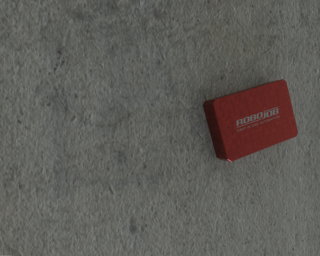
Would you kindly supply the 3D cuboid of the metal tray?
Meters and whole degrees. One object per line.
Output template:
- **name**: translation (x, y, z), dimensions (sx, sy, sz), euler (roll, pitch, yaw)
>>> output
- **metal tray**: translation (0.136, -0.013, 0.458), dimensions (0.131, 0.030, 0.089), euler (-18, 96, -20)
